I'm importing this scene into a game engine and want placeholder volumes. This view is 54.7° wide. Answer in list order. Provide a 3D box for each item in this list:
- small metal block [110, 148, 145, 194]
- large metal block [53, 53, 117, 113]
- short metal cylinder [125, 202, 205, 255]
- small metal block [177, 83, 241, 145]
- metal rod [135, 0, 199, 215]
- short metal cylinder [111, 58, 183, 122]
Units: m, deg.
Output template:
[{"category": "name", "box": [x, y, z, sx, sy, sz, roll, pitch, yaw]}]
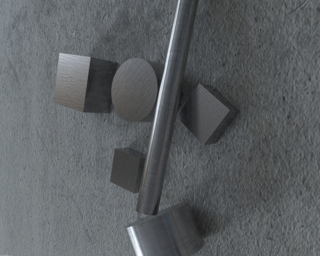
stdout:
[{"category": "small metal block", "box": [-0.042, 0.059, 0.439, 0.050, 0.025, 0.050, 16, 100, 39]}, {"category": "large metal block", "box": [-0.118, -0.070, 0.487, 0.080, 0.050, 0.079, 16, 100, 38]}, {"category": "short metal cylinder", "box": [0.005, 0.125, 0.362, 0.080, 0.081, 0.050, -29, 77, 36]}, {"category": "small metal block", "box": [0.055, -0.016, 0.360, 0.050, 0.025, 0.050, 48, 118, 29]}, {"category": "metal rod", "box": [0.014, -0.052, 0.357, 0.025, 0.025, 0.299, 7, 83, 40]}, {"category": "short metal cylinder", "box": [-0.017, -0.047, 0.403, 0.080, 0.050, 0.080, 0, 90, 40]}]
